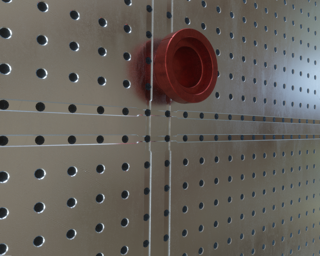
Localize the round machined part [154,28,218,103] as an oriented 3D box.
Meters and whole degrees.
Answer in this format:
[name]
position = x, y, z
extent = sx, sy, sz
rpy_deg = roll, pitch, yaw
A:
[round machined part]
position = 0.031, -0.082, 0.423
extent = 0.099, 0.042, 0.097
rpy_deg = 0, 90, -40
